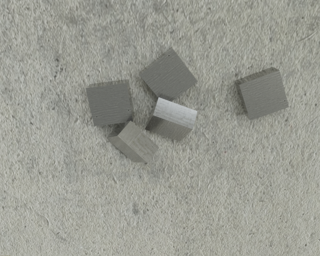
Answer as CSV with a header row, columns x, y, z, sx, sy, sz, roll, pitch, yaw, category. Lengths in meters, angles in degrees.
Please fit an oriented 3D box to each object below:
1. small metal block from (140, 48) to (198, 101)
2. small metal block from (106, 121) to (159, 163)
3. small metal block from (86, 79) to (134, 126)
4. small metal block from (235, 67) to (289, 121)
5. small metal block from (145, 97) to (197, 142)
x,y,z,sx,sy,sz,roll,pitch,yaw,category
0.011,-0.064,0.386,0.050,0.025,0.050,-37,106,12,small metal block
-0.036,0.019,0.400,0.050,0.050,0.025,44,69,-15,small metal block
-0.062,-0.033,0.397,0.050,0.025,0.050,-7,110,2,small metal block
0.129,-0.044,0.395,0.050,0.025,0.050,-20,109,7,small metal block
0.013,-0.009,0.391,0.050,0.050,0.025,19,67,-7,small metal block
